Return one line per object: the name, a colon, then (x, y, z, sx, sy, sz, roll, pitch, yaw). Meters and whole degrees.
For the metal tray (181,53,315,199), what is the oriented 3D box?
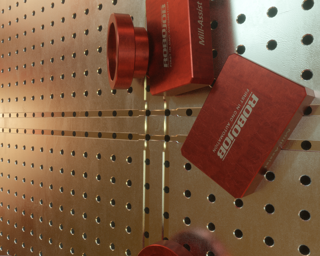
metal tray: (0.087, -0.003, 0.333, 0.090, 0.030, 0.129, 38, 113, 33)

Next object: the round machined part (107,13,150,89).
round machined part: (-0.043, -0.100, 0.413, 0.098, 0.042, 0.097, 179, 89, -73)

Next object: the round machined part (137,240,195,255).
round machined part: (0.016, 0.188, 0.383, 0.098, 0.042, 0.097, 0, 90, 39)

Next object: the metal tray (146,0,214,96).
metal tray: (0.020, -0.108, 0.368, 0.090, 0.030, 0.129, -9, 83, 58)
